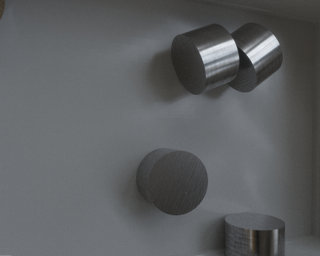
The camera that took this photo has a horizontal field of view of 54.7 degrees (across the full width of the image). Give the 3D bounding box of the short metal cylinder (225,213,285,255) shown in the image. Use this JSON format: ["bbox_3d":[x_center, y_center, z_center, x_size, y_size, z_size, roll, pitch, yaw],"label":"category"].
[{"bbox_3d":[0.131,0.154,0.432,0.081,0.080,0.050,0,90,-20],"label":"short metal cylinder"}]

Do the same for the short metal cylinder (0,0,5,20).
[{"bbox_3d":[-0.196,-0.138,0.304,0.081,0.050,0.079,-12,131,-14],"label":"short metal cylinder"}]

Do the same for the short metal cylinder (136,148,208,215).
[{"bbox_3d":[0.015,0.067,0.404,0.081,0.050,0.079,0,90,-20],"label":"short metal cylinder"}]

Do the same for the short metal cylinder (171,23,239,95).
[{"bbox_3d":[0.057,-0.089,0.403,0.050,0.080,0.080,-24,98,-19],"label":"short metal cylinder"}]

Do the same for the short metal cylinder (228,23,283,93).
[{"bbox_3d":[0.119,-0.096,0.427,0.050,0.080,0.080,-37,102,-16],"label":"short metal cylinder"}]
